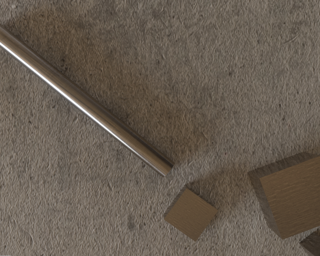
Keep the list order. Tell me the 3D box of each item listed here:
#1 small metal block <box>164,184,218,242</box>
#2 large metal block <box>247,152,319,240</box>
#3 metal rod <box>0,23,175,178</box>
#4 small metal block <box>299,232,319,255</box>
[{"bbox_3d":[0.040,0.112,0.411,0.050,0.025,0.050,36,90,-1],"label":"small metal block"},{"bbox_3d":[0.172,0.084,0.400,0.080,0.050,0.080,-20,90,-1],"label":"large metal block"},{"bbox_3d":[-0.105,-0.038,0.408,0.300,0.025,0.025,39,90,-1],"label":"metal rod"},{"bbox_3d":[0.216,0.170,0.401,0.025,0.050,0.050,-37,90,0],"label":"small metal block"}]
